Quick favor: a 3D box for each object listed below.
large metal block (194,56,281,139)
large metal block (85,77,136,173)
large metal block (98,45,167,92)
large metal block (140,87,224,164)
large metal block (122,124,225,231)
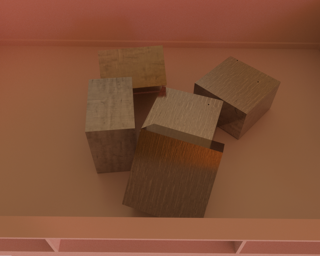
[{"bbox_3d":[0.102,-0.044,0.425,0.080,0.050,0.080,36,58,26],"label":"large metal block"},{"bbox_3d":[-0.055,-0.003,0.370,0.050,0.080,0.080,-4,50,-4],"label":"large metal block"},{"bbox_3d":[-0.037,-0.075,0.423,0.081,0.080,0.050,-6,92,-5],"label":"large metal block"},{"bbox_3d":[0.028,0.001,0.388,0.080,0.050,0.080,15,52,12],"label":"large metal block"},{"bbox_3d":[0.016,0.047,0.320,0.080,0.079,0.050,16,10,11],"label":"large metal block"}]
